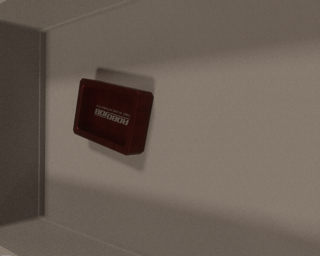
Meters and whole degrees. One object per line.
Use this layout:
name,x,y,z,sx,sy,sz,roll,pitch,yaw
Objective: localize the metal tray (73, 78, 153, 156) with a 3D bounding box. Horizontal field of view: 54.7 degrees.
metal tray,-0.074,-0.020,0.462,0.130,0.030,0.089,17,101,38
